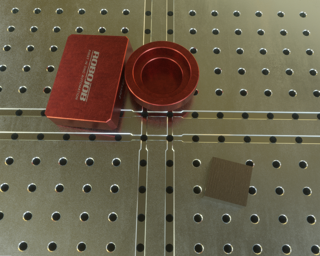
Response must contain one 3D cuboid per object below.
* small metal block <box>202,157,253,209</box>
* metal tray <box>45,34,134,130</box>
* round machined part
[{"bbox_3d":[0.084,0.068,0.387,0.050,0.025,0.050,14,71,5],"label":"small metal block"},{"bbox_3d":[-0.094,-0.065,0.425,0.090,0.030,0.130,5,70,10],"label":"metal tray"},{"bbox_3d":[0.003,-0.067,0.427,0.099,0.042,0.098,0,70,0],"label":"round machined part"}]
